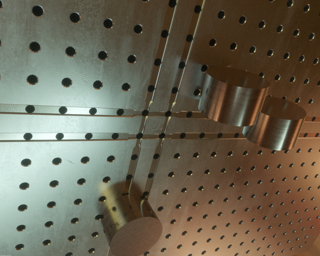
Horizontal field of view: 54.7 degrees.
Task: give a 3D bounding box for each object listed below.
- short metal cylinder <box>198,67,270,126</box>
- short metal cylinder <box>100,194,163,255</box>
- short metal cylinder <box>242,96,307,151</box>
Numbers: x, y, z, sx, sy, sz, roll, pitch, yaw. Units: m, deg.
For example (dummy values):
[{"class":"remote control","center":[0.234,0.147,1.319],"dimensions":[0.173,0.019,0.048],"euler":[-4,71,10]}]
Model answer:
[{"class":"short metal cylinder","center":[0.095,-0.043,0.403],"dimensions":[0.081,0.080,0.050],"euler":[-5,121,-26]},{"class":"short metal cylinder","center":[-0.043,0.147,0.464],"dimensions":[0.081,0.050,0.079],"euler":[-14,125,-21]},{"class":"short metal cylinder","center":[0.170,-0.009,0.466],"dimensions":[0.081,0.080,0.050],"euler":[-8,122,-25]}]
